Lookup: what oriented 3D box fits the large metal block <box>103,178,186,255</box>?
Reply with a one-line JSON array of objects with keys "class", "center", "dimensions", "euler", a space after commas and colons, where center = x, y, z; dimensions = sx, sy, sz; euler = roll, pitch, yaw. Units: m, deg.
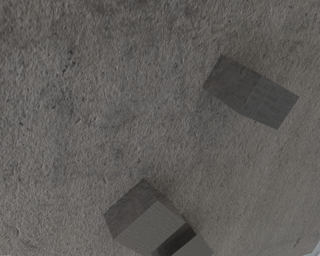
[{"class": "large metal block", "center": [-0.022, 0.135, 0.462], "dimensions": [0.080, 0.050, 0.080], "euler": [-42, 130, 1]}]

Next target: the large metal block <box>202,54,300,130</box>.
[{"class": "large metal block", "center": [0.117, -0.047, 0.406], "dimensions": [0.081, 0.080, 0.050], "euler": [18, 109, -35]}]

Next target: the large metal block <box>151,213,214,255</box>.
[{"class": "large metal block", "center": [0.036, 0.209, 0.540], "dimensions": [0.080, 0.050, 0.080], "euler": [-38, 129, -3]}]
